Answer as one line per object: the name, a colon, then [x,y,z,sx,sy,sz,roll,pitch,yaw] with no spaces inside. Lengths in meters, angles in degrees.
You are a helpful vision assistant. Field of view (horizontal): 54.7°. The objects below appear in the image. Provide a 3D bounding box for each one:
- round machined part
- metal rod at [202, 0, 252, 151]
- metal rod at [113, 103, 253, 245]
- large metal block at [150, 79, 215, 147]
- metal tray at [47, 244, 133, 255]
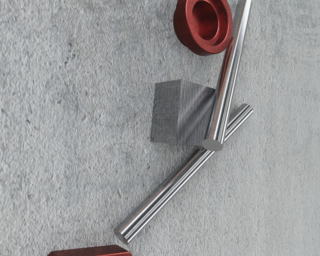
round machined part: [0.057,-0.152,0.444,0.099,0.042,0.097,0,90,-40]
metal rod: [0.103,-0.096,0.446,0.025,0.025,0.300,45,49,-31]
metal rod: [0.051,0.049,0.449,0.302,0.025,0.025,-40,115,-33]
large metal block: [0.037,-0.016,0.422,0.081,0.050,0.080,8,85,-40]
metal tray: [-0.082,0.200,0.334,0.091,0.030,0.129,12,83,-40]
